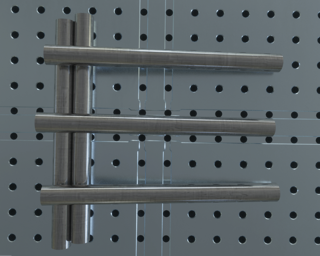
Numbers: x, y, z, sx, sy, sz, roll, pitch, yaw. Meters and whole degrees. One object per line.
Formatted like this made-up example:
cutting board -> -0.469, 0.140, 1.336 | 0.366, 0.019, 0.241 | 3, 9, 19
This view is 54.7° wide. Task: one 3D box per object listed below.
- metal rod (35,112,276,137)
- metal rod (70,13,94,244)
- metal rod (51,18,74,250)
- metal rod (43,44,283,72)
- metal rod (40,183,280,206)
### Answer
metal rod -> 0.000, -0.004, 0.398 | 0.302, 0.025, 0.025 | 1, 90, -7
metal rod -> -0.103, 0.001, 0.411 | 0.025, 0.025, 0.298 | 1, 90, -1
metal rod -> -0.128, 0.008, 0.411 | 0.025, 0.025, 0.298 | 1, 90, -1
metal rod -> 0.010, -0.089, 0.399 | 0.302, 0.025, 0.025 | 1, 90, -7
metal rod -> 0.006, 0.085, 0.399 | 0.302, 0.025, 0.025 | 1, 90, -7
